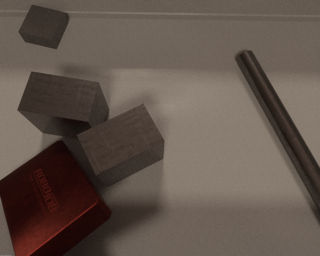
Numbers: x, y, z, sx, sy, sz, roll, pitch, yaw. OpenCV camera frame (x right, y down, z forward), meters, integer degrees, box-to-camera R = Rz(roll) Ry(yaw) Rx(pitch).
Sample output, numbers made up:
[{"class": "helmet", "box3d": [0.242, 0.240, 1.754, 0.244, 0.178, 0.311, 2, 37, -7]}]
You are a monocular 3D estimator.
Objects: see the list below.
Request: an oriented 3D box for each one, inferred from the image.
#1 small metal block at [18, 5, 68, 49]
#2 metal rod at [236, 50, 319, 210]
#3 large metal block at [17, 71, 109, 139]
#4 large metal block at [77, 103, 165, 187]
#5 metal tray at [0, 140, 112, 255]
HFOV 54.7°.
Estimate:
[{"class": "small metal block", "box3d": [-0.173, -0.151, 0.462, 0.050, 0.025, 0.050, 14, 71, 4]}, {"class": "metal rod", "box3d": [0.178, 0.026, 0.402, 0.025, 0.025, 0.299, -20, 71, -8]}, {"class": "large metal block", "box3d": [-0.115, -0.023, 0.387, 0.080, 0.080, 0.050, 9, 71, 3]}, {"class": "large metal block", "box3d": [-0.043, 0.024, 0.371, 0.080, 0.080, 0.050, -26, 73, -10]}, {"class": "metal tray", "box3d": [-0.121, 0.077, 0.342, 0.090, 0.030, 0.130, -37, 41, -13]}]
